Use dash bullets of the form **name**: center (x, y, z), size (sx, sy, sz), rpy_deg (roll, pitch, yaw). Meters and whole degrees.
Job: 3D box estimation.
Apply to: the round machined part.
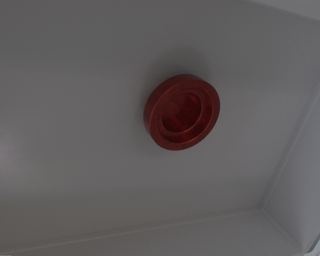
- **round machined part**: center (0.024, -0.023, 0.396), size (0.099, 0.042, 0.097), rpy_deg (-14, 124, -21)
